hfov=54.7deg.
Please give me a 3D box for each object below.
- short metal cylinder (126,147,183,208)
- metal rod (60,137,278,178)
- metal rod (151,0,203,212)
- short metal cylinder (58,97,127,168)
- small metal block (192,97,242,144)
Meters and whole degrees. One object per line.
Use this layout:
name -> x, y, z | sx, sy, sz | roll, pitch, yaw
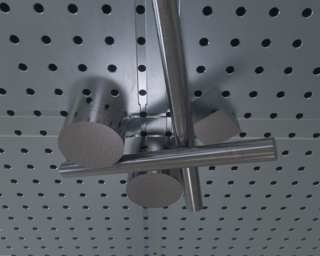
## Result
short metal cylinder -> -0.008, 0.074, 0.458 | 0.081, 0.050, 0.079 | 0, 130, 0
metal rod -> -0.010, 0.042, 0.395 | 0.300, 0.025, 0.025 | -9, 132, 28
metal rod -> 0.026, -0.010, 0.376 | 0.025, 0.025, 0.298 | -7, 122, 6
short metal cylinder -> -0.085, 0.007, 0.400 | 0.081, 0.050, 0.079 | 0, 130, 0
small metal block -> 0.071, -0.005, 0.408 | 0.050, 0.025, 0.050 | -32, 124, 24
